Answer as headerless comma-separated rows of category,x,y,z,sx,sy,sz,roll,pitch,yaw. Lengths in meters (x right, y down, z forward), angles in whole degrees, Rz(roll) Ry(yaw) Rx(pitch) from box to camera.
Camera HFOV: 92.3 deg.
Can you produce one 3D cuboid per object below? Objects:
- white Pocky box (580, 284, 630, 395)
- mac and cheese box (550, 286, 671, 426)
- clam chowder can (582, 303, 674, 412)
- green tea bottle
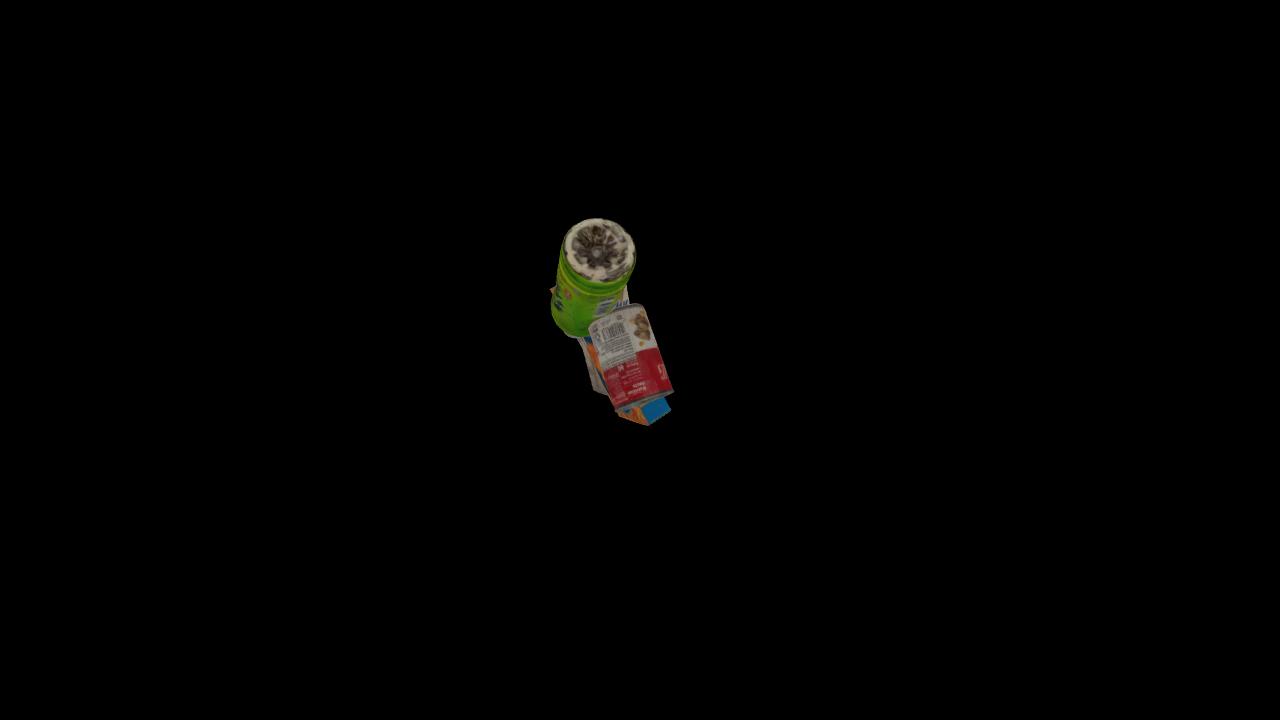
white Pocky box,-0.041,-0.039,0.748,0.028,0.154,0.084,15,47,26
mac and cheese box,-0.036,-0.014,0.720,0.041,0.184,0.093,-33,14,-21
clam chowder can,-0.011,-0.002,0.664,0.068,0.102,0.068,-19,-7,-3
green tea bottle,-0.057,-0.069,0.649,0.073,0.073,0.212,0,-19,-13
